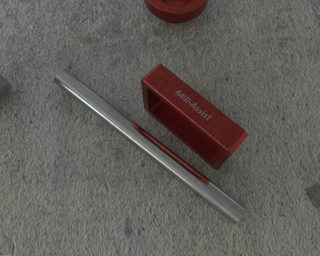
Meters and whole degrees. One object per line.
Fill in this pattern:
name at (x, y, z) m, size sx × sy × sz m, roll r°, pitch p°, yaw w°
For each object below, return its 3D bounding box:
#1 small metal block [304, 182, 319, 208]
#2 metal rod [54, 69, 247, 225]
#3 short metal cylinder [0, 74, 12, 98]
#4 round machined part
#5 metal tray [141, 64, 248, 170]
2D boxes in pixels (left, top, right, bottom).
small metal block at (0.212, 0.072, 0.371) m, size 0.050 × 0.050 × 0.025 m, roll -22°, pitch 72°, yaw -8°
metal rod at (-0.021, 0.017, 0.401) m, size 0.300 × 0.025 × 0.025 m, roll 37°, pitch 74°, yaw 12°
short metal cylinder at (-0.243, -0.064, 0.399) m, size 0.080 × 0.080 × 0.050 m, roll 35°, pitch 74°, yaw 11°
round machined part at (0.025, -0.201, 0.473) m, size 0.099 × 0.042 × 0.098 m, roll 0°, pitch 70°, yaw -1°
metal tray at (0.036, -0.010, 0.377) m, size 0.130 × 0.090 × 0.030 m, roll 41°, pitch 75°, yaw 13°
